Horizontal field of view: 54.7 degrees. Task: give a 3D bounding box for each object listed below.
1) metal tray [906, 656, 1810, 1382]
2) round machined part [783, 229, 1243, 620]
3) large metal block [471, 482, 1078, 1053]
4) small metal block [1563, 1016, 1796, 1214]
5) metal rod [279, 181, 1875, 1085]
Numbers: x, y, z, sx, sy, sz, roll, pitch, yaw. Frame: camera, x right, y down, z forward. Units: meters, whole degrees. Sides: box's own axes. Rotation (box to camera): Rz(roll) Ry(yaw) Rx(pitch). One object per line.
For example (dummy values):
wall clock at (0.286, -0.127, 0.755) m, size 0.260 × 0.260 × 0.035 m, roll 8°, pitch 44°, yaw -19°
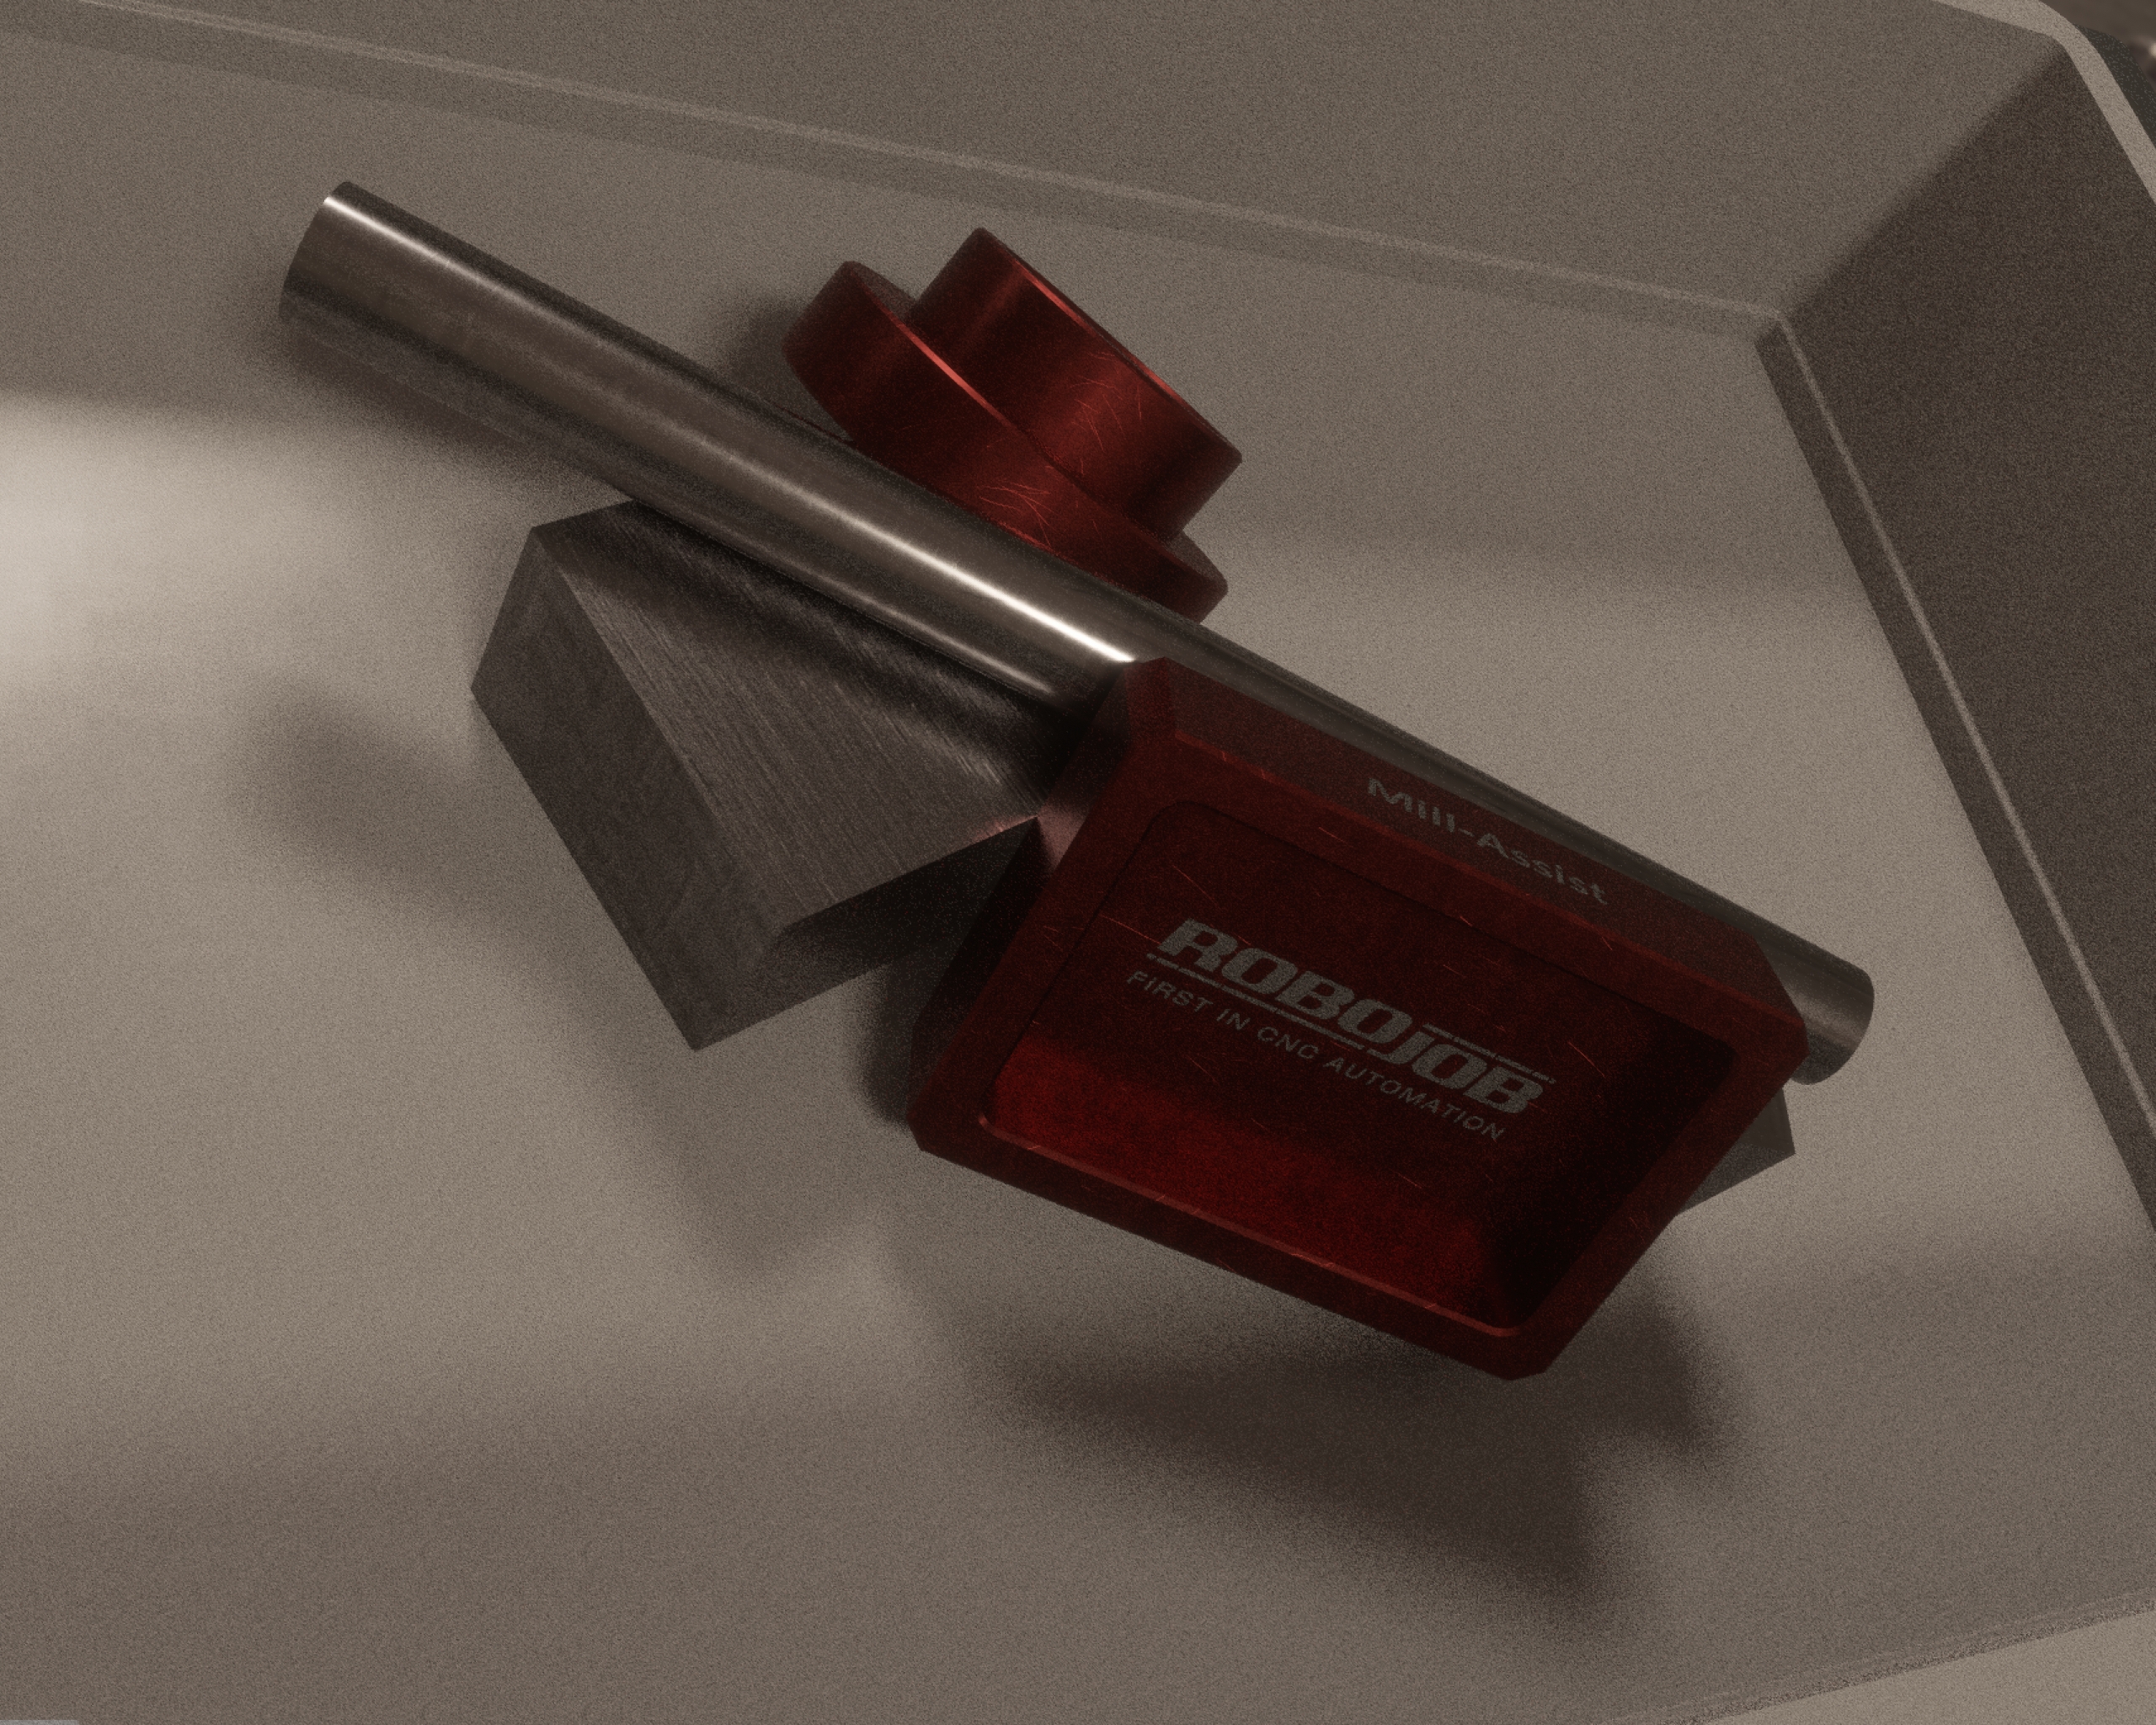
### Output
metal tray at (0.047, 0.031, 0.366) m, size 0.131 × 0.089 × 0.030 m, roll 24°, pitch 25°, yaw -15°
round machined part at (-0.007, -0.086, 0.410) m, size 0.098 × 0.042 × 0.098 m, roll 39°, pitch 13°, yaw -10°
large metal block at (-0.049, -0.024, 0.377) m, size 0.081 × 0.050 × 0.080 m, roll -25°, pitch 76°, yaw -37°
small metal block at (0.115, 0.043, 0.425) m, size 0.025 × 0.050 × 0.050 m, roll 14°, pitch 56°, yaw -21°
metal rod at (0.011, -0.033, 0.365) m, size 0.301 × 0.025 × 0.025 m, roll 26°, pitch 53°, yaw -13°
